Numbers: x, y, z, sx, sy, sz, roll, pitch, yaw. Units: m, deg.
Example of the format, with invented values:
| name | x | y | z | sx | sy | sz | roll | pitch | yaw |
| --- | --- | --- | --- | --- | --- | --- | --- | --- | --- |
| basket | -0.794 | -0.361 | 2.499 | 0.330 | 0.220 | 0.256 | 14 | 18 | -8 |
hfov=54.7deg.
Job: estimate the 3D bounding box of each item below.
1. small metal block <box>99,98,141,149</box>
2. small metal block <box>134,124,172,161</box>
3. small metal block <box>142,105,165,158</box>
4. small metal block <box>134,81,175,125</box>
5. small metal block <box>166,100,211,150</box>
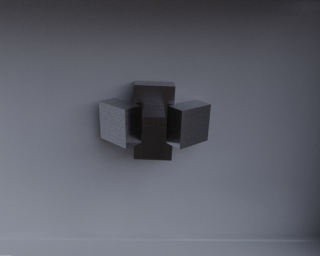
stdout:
| name | x | y | z | sx | sy | sz | roll | pitch | yaw |
| --- | --- | --- | --- | --- | --- | --- | --- | --- | --- |
| small metal block | -0.051 | -0.007 | 0.392 | 0.050 | 0.025 | 0.050 | 19 | 117 | 39 |
| small metal block | -0.009 | 0.015 | 0.414 | 0.050 | 0.025 | 0.050 | 2 | 110 | -1 |
| small metal block | -0.007 | 0.003 | 0.370 | 0.025 | 0.050 | 0.050 | 0 | 110 | -1 |
| small metal block | -0.008 | -0.032 | 0.396 | 0.050 | 0.025 | 0.050 | 2 | 110 | -2 |
| small metal block | 0.036 | -0.005 | 0.395 | 0.050 | 0.025 | 0.050 | -15 | 116 | -37 |
